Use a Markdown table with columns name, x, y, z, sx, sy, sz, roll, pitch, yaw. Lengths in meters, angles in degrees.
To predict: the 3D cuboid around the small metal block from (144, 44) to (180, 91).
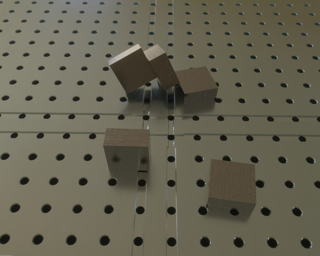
| name | x | y | z | sx | sy | sz | roll | pitch | yaw |
| --- | --- | --- | --- | --- | --- | --- | --- | --- | --- |
| small metal block | 0.001 | -0.089 | 0.454 | 0.025 | 0.050 | 0.050 | -29 | 31 | 1 |

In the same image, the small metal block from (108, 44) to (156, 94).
| name | x | y | z | sx | sy | sz | roll | pitch | yaw |
| --- | --- | --- | --- | --- | --- | --- | --- | --- | --- |
| small metal block | -0.040 | -0.086 | 0.451 | 0.050 | 0.050 | 0.025 | -30 | 30 | 1 |

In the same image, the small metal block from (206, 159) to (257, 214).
| name | x | y | z | sx | sy | sz | roll | pitch | yaw |
| --- | --- | --- | --- | --- | --- | --- | --- | --- | --- |
| small metal block | 0.081 | 0.066 | 0.353 | 0.050 | 0.025 | 0.050 | 7 | 50 | 6 |

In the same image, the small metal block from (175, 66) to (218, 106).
| name | x | y | z | sx | sy | sz | roll | pitch | yaw |
| --- | --- | --- | --- | --- | --- | --- | --- | --- | --- |
| small metal block | 0.052 | -0.063 | 0.461 | 0.050 | 0.025 | 0.050 | -11 | 51 | -10 |

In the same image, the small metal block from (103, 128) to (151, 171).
| name | x | y | z | sx | sy | sz | roll | pitch | yaw |
| --- | --- | --- | --- | --- | --- | --- | --- | --- | --- |
| small metal block | -0.037 | 0.026 | 0.369 | 0.050 | 0.050 | 0.025 | 2 | 50 | 1 |
